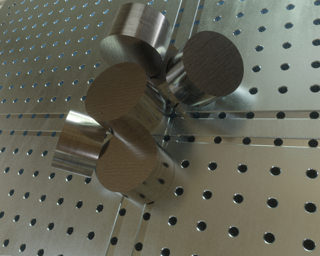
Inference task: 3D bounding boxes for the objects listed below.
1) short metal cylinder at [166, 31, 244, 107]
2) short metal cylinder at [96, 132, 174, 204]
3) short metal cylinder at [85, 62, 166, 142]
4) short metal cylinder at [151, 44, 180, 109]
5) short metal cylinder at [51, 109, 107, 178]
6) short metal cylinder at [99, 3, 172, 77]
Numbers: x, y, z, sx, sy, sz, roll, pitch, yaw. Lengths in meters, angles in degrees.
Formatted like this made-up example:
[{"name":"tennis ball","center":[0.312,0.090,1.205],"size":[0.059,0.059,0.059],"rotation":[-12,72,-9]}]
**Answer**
[{"name":"short metal cylinder","center":[0.054,-0.070,0.379],"size":[0.080,0.080,0.050],"rotation":[-66,15,-19]},{"name":"short metal cylinder","center":[-0.029,0.047,0.378],"size":[0.080,0.050,0.080],"rotation":[-13,57,21]},{"name":"short metal cylinder","center":[-0.040,-0.031,0.367],"size":[0.080,0.050,0.080],"rotation":[-13,56,21]},{"name":"short metal cylinder","center":[-0.001,-0.073,0.437],"size":[0.080,0.050,0.080],"rotation":[-13,57,21]},{"name":"short metal cylinder","center":[-0.104,0.021,0.408],"size":[0.050,0.080,0.080],"rotation":[18,64,-12]},{"name":"short metal cylinder","center":[-0.029,-0.107,0.388],"size":[0.080,0.080,0.050],"rotation":[0,62,28]}]
